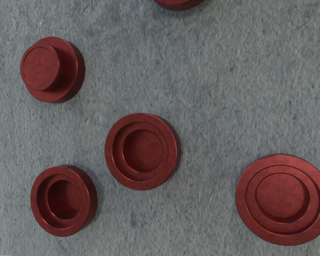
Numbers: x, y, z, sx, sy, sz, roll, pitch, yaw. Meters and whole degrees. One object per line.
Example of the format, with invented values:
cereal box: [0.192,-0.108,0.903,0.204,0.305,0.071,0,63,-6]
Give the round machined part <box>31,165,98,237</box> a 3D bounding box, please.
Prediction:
round machined part: [-0.132,0.101,0.445,0.098,0.042,0.097,0,90,19]

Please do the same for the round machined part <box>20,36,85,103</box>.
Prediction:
round machined part: [-0.164,-0.087,0.456,0.098,0.042,0.097,0,90,19]

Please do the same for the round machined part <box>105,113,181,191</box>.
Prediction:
round machined part: [-0.019,0.030,0.406,0.098,0.042,0.097,0,90,19]

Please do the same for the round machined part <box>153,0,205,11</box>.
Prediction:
round machined part: [0.028,-0.196,0.390,0.098,0.042,0.097,0,90,19]

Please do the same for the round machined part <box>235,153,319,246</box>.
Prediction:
round machined part: [0.138,0.077,0.351,0.098,0.042,0.097,0,90,19]
